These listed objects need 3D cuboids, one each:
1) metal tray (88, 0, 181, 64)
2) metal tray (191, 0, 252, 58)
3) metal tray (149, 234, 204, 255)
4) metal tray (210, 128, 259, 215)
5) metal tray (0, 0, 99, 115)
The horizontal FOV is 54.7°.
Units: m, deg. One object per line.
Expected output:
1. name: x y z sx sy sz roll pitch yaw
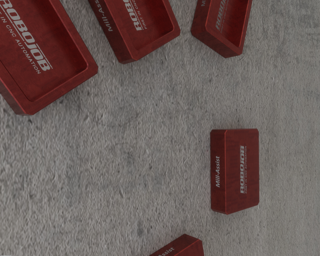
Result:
1. metal tray: -0.036 -0.154 0.370 0.091 0.030 0.129 -40 114 -33
2. metal tray: 0.101 -0.188 0.485 0.091 0.030 0.129 22 76 -38
3. metal tray: 0.007 0.210 0.408 0.131 0.030 0.089 -16 101 -39
4. metal tray: 0.123 0.066 0.505 0.091 0.030 0.129 -1 91 -40
5. metal tray: -0.129 -0.088 0.292 0.090 0.030 0.130 -43 116 -32
